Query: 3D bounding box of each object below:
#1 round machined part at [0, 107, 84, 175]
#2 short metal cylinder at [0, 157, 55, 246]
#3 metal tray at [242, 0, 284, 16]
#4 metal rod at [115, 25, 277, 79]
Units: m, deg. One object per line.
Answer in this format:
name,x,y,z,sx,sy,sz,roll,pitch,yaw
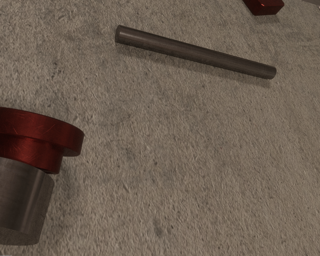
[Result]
round machined part,-0.124,0.016,0.285,0.099,0.098,0.042,14,74,-21
short metal cylinder,-0.135,0.063,0.257,0.081,0.080,0.050,17,56,-19
metal tray,0.220,-0.321,0.718,0.091,0.030,0.130,-18,71,-35
metal rod,0.074,-0.122,0.519,0.302,0.025,0.025,8,59,-25
